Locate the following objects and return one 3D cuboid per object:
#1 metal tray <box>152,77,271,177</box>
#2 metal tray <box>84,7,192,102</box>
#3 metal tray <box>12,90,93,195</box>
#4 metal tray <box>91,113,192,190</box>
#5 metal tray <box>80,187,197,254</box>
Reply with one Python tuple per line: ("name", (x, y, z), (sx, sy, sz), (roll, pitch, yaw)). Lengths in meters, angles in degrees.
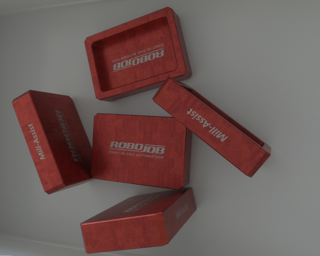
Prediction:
("metal tray", (0.062, -0.004, 0.351), (0.130, 0.090, 0.030), (40, 103, 15))
("metal tray", (-0.031, -0.095, 0.416), (0.130, 0.030, 0.090), (-14, 85, 19))
("metal tray", (-0.136, 0.017, 0.420), (0.030, 0.090, 0.129), (-26, 82, 17))
("metal tray", (-0.026, 0.028, 0.413), (0.130, 0.030, 0.089), (4, 91, 19))
("metal tray", (-0.017, 0.101, 0.357), (0.090, 0.130, 0.030), (-13, 86, 19))
